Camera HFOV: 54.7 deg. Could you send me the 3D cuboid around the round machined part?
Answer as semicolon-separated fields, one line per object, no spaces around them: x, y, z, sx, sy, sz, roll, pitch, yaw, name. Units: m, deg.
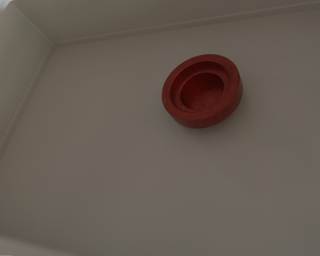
0.055;-0.042;0.390;0.098;0.042;0.098;-13;56;20;round machined part
